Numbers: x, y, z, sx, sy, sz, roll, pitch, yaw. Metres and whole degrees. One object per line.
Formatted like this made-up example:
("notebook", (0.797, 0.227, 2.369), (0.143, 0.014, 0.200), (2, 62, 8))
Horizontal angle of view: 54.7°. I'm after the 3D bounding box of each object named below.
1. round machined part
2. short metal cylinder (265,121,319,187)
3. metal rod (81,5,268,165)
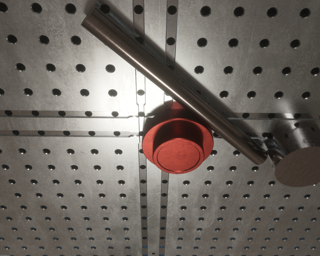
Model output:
("round machined part", (0.024, 0.026, 0.423), (0.099, 0.042, 0.097), (-1, 130, 0))
("short metal cylinder", (0.194, 0.037, 0.430), (0.081, 0.050, 0.079), (0, 130, 0))
("metal rod", (0.036, -0.036, 0.381), (0.301, 0.025, 0.025), (36, 121, -27))
